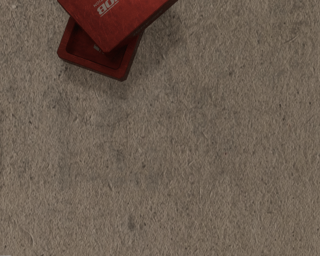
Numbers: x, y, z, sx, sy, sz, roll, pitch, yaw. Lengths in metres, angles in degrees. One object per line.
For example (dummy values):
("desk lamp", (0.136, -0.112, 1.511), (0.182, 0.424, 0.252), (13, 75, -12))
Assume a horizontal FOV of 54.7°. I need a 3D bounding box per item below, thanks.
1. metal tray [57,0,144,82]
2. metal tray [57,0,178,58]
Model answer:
("metal tray", (-0.068, -0.137, 0.406), (0.090, 0.030, 0.129), (20, 90, -1))
("metal tray", (-0.045, -0.162, 0.376), (0.130, 0.030, 0.090), (-41, 91, -1))
